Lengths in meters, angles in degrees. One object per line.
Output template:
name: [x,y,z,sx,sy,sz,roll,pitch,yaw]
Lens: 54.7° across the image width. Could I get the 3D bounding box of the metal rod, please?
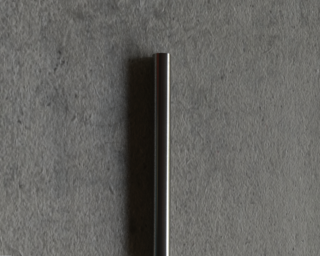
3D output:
metal rod: [0.002,0.052,0.410,0.025,0.025,0.298,0,90,-20]
